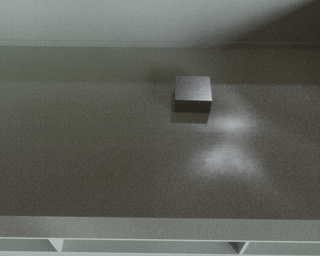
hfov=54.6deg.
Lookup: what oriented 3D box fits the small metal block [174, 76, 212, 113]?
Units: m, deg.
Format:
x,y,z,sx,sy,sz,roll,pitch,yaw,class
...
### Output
x,y,z,sx,sy,sz,roll,pitch,yaw,class
0.047,-0.049,0.447,0.050,0.025,0.050,2,50,1,small metal block
